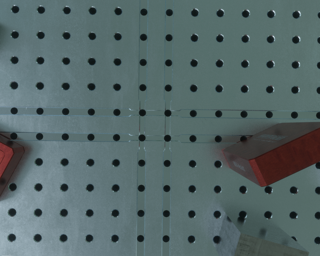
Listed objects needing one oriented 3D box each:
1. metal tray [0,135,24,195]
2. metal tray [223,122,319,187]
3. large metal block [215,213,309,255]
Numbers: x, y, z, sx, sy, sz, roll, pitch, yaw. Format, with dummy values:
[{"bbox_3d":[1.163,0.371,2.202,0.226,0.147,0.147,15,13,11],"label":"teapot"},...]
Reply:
[{"bbox_3d":[-0.262,0.037,0.407,0.130,0.030,0.090,28,90,-1],"label":"metal tray"},{"bbox_3d":[0.133,0.025,0.363,0.090,0.130,0.030,-25,90,0],"label":"metal tray"},{"bbox_3d":[0.122,0.152,0.388,0.080,0.080,0.050,16,90,-1],"label":"large metal block"}]
